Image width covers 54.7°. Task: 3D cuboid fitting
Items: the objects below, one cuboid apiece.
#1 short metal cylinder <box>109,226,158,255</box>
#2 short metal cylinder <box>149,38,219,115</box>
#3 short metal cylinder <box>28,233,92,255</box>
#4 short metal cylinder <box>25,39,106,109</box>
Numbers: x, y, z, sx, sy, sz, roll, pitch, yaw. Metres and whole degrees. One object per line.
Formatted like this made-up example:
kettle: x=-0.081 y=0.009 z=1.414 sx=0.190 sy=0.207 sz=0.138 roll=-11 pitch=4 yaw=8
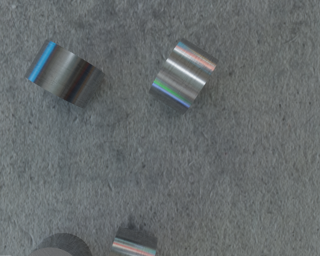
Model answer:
short metal cylinder: x=-0.039 y=0.168 z=0.382 sx=0.050 sy=0.080 sz=0.080 roll=18 pitch=90 yaw=0
short metal cylinder: x=0.029 y=-0.063 z=0.383 sx=0.050 sy=0.080 sz=0.080 roll=33 pitch=90 yaw=-1
short metal cylinder: x=-0.132 y=0.183 z=0.396 sx=0.081 sy=0.050 sz=0.079 roll=0 pitch=90 yaw=-1
short metal cylinder: x=-0.115 y=-0.065 z=0.381 sx=0.080 sy=0.080 sz=0.050 roll=30 pitch=90 yaw=-1
